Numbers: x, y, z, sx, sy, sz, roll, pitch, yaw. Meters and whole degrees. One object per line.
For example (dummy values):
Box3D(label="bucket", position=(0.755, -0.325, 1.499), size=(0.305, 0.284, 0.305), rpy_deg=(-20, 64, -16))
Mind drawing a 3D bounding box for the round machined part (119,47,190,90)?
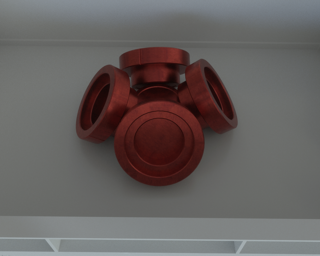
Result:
Box3D(label="round machined part", position=(-0.007, -0.078, 0.433), size=(0.099, 0.098, 0.042), rpy_deg=(-3, 88, -3))

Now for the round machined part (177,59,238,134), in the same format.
Box3D(label="round machined part", position=(0.058, -0.036, 0.400), size=(0.042, 0.098, 0.098), rpy_deg=(-27, 45, 25))

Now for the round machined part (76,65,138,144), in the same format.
Box3D(label="round machined part", position=(-0.064, -0.026, 0.389), size=(0.042, 0.098, 0.098), rpy_deg=(22, 41, -32))

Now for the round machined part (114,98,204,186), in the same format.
Box3D(label="round machined part", position=(-0.001, 0.013, 0.356), size=(0.099, 0.097, 0.042), rpy_deg=(-1, 14, -1))

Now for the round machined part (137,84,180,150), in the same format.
Box3D(label="round machined part", position=(-0.003, -0.021, 0.409), size=(0.099, 0.042, 0.098), rpy_deg=(0, 50, 0))
